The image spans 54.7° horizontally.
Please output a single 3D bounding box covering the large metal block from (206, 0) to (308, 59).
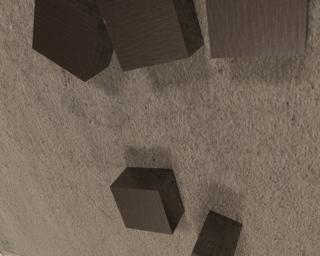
[{"bbox_3d":[0.088,-0.110,0.276,0.080,0.050,0.079,3,120,26],"label":"large metal block"}]

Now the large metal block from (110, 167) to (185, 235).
[{"bbox_3d":[-0.017,0.107,0.464,0.080,0.050,0.080,-2,118,28],"label":"large metal block"}]

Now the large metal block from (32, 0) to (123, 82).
[{"bbox_3d":[-0.099,-0.115,0.365,0.080,0.050,0.079,33,133,6],"label":"large metal block"}]

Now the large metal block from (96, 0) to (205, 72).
[{"bbox_3d":[-0.008,-0.112,0.325,0.080,0.050,0.080,-6,116,30],"label":"large metal block"}]

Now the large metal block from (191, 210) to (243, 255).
[{"bbox_3d":[0.074,0.180,0.443,0.050,0.080,0.079,22,126,15],"label":"large metal block"}]
